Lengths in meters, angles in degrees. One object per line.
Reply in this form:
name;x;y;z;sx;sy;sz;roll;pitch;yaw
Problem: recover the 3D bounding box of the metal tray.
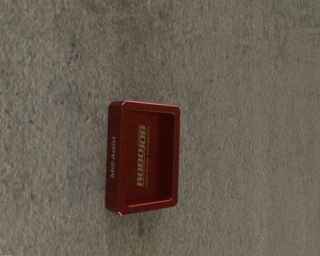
metal tray;-0.019;0.035;0.384;0.091;0.030;0.129;3;88;-40
